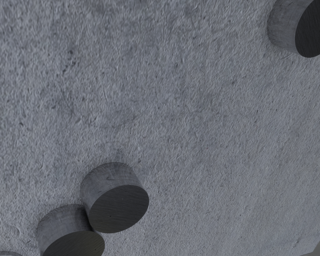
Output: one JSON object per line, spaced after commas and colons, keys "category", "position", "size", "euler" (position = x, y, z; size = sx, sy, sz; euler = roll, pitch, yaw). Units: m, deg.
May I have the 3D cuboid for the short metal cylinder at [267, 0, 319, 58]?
{"category": "short metal cylinder", "position": [0.191, -0.139, 0.408], "size": [0.081, 0.050, 0.079], "euler": [-14, 124, -21]}

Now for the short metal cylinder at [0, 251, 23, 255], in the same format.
{"category": "short metal cylinder", "position": [-0.214, 0.209, 0.403], "size": [0.081, 0.050, 0.079], "euler": [-14, 124, -21]}

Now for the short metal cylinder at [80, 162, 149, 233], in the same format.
{"category": "short metal cylinder", "position": [-0.061, 0.093, 0.414], "size": [0.081, 0.050, 0.079], "euler": [-14, 124, -21]}

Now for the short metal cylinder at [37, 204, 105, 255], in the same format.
{"category": "short metal cylinder", "position": [-0.121, 0.150, 0.418], "size": [0.081, 0.050, 0.079], "euler": [-14, 124, -21]}
